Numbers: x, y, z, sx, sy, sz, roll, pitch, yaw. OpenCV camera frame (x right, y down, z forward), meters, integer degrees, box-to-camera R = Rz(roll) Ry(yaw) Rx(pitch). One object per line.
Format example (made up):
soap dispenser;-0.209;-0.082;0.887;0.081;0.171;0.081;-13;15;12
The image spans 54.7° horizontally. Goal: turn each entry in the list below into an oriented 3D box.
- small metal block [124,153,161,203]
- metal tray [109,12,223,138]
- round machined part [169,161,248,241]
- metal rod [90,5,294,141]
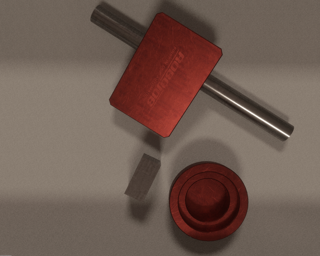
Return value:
small metal block;-0.021;0.062;0.399;0.025;0.050;0.050;26;90;0
metal tray;0.006;-0.064;0.390;0.090;0.030;0.129;32;107;-1
round machined part;0.060;0.092;0.404;0.099;0.042;0.097;0;90;-1
metal rod;0.043;-0.072;0.411;0.301;0.025;0.025;32;90;-1
